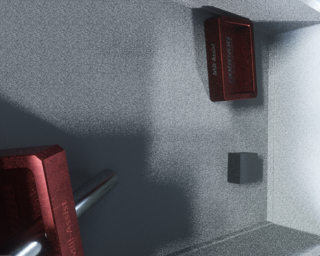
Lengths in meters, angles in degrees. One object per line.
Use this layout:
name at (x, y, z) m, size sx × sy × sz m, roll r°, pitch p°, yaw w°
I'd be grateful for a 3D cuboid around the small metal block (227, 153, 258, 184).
small metal block at (0.141, 0.067, 0.529) m, size 0.050 × 0.025 × 0.050 m, roll 3°, pitch 89°, yaw -40°

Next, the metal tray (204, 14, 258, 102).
metal tray at (0.117, -0.110, 0.503) m, size 0.091 × 0.030 × 0.129 m, roll -9°, pitch 96°, yaw -40°

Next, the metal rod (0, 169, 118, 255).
metal rod at (-0.096, 0.085, 0.211) m, size 0.301 × 0.025 × 0.025 m, roll -36°, pitch 118°, yaw -73°

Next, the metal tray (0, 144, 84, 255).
metal tray at (-0.112, 0.082, 0.244) m, size 0.030 × 0.090 × 0.129 m, roll -39°, pitch 122°, yaw -74°
